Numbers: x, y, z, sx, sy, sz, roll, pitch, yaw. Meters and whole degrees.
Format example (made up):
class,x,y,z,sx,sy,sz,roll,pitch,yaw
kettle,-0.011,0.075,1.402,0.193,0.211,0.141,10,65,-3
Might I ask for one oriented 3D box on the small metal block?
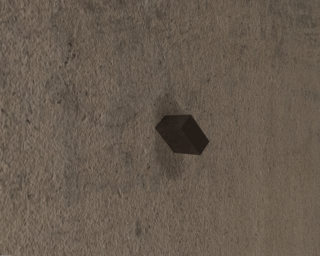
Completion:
class,x,y,z,sx,sy,sz,roll,pitch,yaw
small metal block,0.030,0.009,0.416,0.050,0.050,0.025,53,59,-28
